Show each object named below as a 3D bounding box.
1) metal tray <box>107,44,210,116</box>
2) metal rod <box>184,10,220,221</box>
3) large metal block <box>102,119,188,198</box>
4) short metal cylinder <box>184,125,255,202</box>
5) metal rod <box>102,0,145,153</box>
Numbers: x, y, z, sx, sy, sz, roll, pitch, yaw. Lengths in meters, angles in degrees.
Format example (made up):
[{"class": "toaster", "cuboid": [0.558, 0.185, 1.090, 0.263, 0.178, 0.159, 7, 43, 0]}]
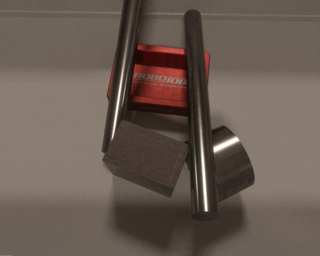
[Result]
[{"class": "metal tray", "cuboid": [0.000, -0.067, 0.431, 0.131, 0.030, 0.090, 7, 70, 2]}, {"class": "metal rod", "cuboid": [0.044, -0.042, 0.365, 0.025, 0.025, 0.300, 2, 54, 0]}, {"class": "large metal block", "cuboid": [-0.014, 0.039, 0.366, 0.080, 0.080, 0.050, 21, 72, 7]}, {"class": "short metal cylinder", "cuboid": [0.066, 0.043, 0.366, 0.050, 0.080, 0.080, -25, 72, -9]}, {"class": "metal rod", "cuboid": [-0.038, -0.114, 0.377, 0.025, 0.025, 0.298, 10, 99, 3]}]
